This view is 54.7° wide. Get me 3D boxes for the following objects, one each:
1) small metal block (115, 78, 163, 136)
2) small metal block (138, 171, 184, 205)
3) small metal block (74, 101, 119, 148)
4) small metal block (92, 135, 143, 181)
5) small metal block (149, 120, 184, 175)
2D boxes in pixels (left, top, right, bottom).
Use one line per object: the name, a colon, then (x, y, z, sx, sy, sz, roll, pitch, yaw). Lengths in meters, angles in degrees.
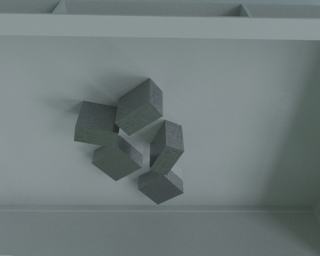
small metal block: (-0.024, -0.026, 0.371, 0.050, 0.050, 0.025, -30, 124, 22)
small metal block: (0.001, 0.089, 0.485, 0.050, 0.025, 0.050, -30, 125, 22)
small metal block: (-0.076, -0.005, 0.387, 0.050, 0.050, 0.025, 10, 129, -9)
small metal block: (-0.061, 0.045, 0.446, 0.050, 0.025, 0.050, -30, 124, 22)
small metal block: (0.008, 0.026, 0.415, 0.025, 0.050, 0.050, 20, 127, -16)
